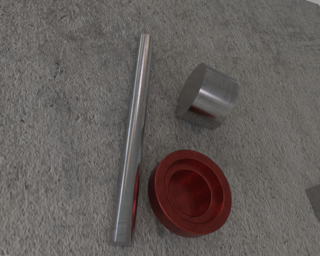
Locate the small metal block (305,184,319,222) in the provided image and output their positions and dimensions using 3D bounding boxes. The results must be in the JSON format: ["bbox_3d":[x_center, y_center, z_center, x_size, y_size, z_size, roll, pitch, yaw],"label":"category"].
[{"bbox_3d":[0.252,0.107,0.458,0.025,0.050,0.050,1,62,-28],"label":"small metal block"}]

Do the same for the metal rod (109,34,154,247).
[{"bbox_3d":[-0.030,-0.009,0.392,0.025,0.025,0.300,17,55,-19],"label":"metal rod"}]

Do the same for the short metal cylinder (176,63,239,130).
[{"bbox_3d":[0.064,-0.043,0.429,0.050,0.080,0.080,24,53,-14],"label":"short metal cylinder"}]

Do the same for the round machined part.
[{"bbox_3d":[0.031,0.078,0.362,0.099,0.042,0.098,14,56,-21],"label":"round machined part"}]
